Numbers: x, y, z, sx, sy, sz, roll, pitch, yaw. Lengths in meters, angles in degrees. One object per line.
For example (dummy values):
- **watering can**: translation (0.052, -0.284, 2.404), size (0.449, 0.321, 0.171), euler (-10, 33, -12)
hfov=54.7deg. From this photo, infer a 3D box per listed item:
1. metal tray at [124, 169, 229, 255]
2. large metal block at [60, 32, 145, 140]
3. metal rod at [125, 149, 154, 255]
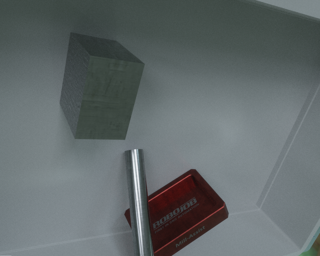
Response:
- **metal tray**: translation (0.022, 0.127, 0.459), size (0.131, 0.090, 0.030), euler (-31, 129, -9)
- **large metal block**: translation (-0.063, -0.043, 0.313), size (0.050, 0.080, 0.079), euler (3, 117, -30)
- **metal rod**: translation (-0.018, 0.176, 0.389), size (0.025, 0.025, 0.298), euler (-1, 79, -28)
